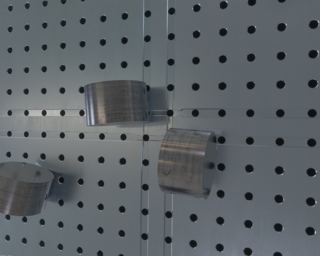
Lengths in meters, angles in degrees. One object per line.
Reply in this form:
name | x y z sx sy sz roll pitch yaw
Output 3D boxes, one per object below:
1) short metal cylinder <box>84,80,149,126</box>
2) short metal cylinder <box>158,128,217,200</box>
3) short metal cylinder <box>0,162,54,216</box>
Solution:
short metal cylinder | -0.056 -0.030 0.403 0.080 0.080 0.050 -5 89 20
short metal cylinder | 0.035 0.041 0.371 0.050 0.080 0.079 5 92 20
short metal cylinder | -0.203 0.087 0.455 0.080 0.080 0.050 19 97 19
